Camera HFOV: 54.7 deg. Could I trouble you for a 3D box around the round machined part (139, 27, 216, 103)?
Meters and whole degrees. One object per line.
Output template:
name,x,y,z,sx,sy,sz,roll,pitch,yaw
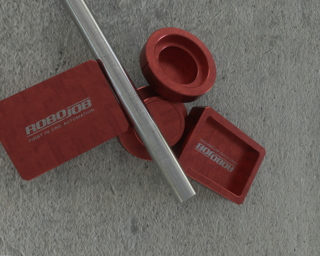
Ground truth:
round machined part,0.019,-0.076,0.397,0.099,0.042,0.098,11,64,-23

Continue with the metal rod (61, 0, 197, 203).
metal rod,-0.044,-0.051,0.358,0.025,0.025,0.299,-29,87,-18

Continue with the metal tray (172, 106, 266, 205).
metal tray,0.080,0.039,0.426,0.130,0.030,0.090,33,79,-28

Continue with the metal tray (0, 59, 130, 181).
metal tray,-0.113,-0.010,0.355,0.131,0.030,0.090,-28,97,-9

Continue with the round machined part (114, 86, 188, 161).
round machined part,-0.007,-0.006,0.399,0.099,0.042,0.097,0,90,-20
